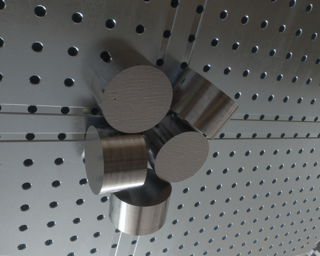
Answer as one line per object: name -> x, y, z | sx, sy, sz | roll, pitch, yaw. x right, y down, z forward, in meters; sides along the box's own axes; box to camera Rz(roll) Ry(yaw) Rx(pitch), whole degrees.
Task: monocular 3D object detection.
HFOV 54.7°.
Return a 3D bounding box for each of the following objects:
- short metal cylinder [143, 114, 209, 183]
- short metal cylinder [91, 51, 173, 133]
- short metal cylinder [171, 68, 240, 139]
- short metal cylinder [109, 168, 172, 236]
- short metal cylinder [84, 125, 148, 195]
short metal cylinder -> 0.019, 0.027, 0.422 | 0.081, 0.050, 0.079 | -14, 125, -21
short metal cylinder -> -0.033, -0.041, 0.351 | 0.081, 0.050, 0.079 | -13, 124, -20
short metal cylinder -> 0.051, -0.030, 0.384 | 0.080, 0.080, 0.050 | 32, 100, -38
short metal cylinder -> -0.027, 0.097, 0.420 | 0.081, 0.080, 0.050 | -6, 122, -25
short metal cylinder -> -0.055, 0.036, 0.369 | 0.050, 0.080, 0.079 | -3, 120, -28
